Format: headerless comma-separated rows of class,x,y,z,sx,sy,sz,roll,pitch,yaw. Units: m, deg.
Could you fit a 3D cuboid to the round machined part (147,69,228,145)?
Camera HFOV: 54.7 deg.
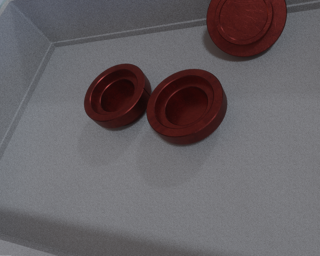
round machined part,0.036,-0.023,0.389,0.098,0.042,0.098,-13,56,20

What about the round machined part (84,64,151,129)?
round machined part,-0.057,-0.042,0.448,0.098,0.042,0.098,-13,56,20

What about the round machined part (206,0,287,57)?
round machined part,0.107,-0.139,0.389,0.098,0.042,0.097,6,107,20
